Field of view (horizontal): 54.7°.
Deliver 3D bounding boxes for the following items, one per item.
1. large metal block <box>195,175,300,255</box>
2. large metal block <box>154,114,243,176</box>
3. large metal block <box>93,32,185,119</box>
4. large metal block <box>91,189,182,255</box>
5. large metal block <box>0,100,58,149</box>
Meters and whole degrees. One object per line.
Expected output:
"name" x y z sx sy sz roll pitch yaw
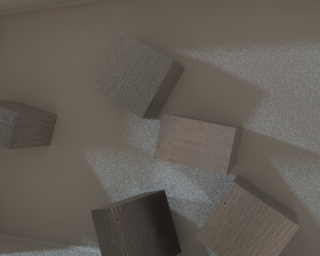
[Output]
"large metal block" 0.101 0.114 0.361 0.080 0.050 0.080 34 101 16
"large metal block" 0.049 0.016 0.364 0.080 0.080 0.050 12 94 19
"large metal block" -0.027 -0.066 0.407 0.080 0.050 0.080 32 100 17
"large metal block" -0.029 0.128 0.383 0.050 0.081 0.080 -23 80 49
"large metal block" -0.215 -0.007 0.457 0.080 0.080 0.050 18 96 19
